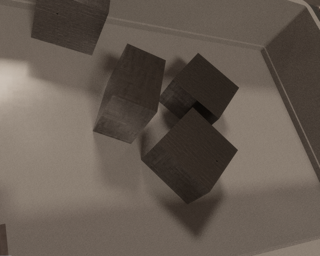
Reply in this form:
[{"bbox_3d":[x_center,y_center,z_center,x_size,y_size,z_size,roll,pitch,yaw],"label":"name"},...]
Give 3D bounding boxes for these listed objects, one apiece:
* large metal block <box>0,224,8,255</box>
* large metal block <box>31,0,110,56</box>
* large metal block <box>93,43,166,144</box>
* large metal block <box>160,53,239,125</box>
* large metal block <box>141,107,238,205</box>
[{"bbox_3d":[-0.154,0.111,0.220,0.081,0.080,0.050,-4,64,-31],"label":"large metal block"},{"bbox_3d":[-0.115,-0.150,0.401,0.081,0.080,0.050,13,56,-22],"label":"large metal block"},{"bbox_3d":[-0.037,-0.039,0.375,0.050,0.080,0.080,21,54,-17],"label":"large metal block"},{"bbox_3d":[0.057,-0.050,0.453,0.080,0.050,0.080,40,51,-1],"label":"large metal block"},{"bbox_3d":[0.038,0.034,0.391,0.080,0.050,0.080,44,51,2],"label":"large metal block"}]
